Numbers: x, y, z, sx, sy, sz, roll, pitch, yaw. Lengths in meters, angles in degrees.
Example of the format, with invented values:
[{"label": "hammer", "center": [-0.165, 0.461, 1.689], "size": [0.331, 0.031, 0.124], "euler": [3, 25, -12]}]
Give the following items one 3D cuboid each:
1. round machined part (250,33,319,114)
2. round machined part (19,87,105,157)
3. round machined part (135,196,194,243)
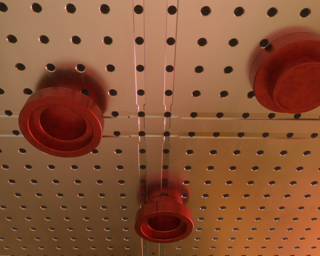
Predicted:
[{"label": "round machined part", "center": [0.158, -0.055, 0.356], "size": [0.099, 0.042, 0.097], "euler": [-1, 130, 0]}, {"label": "round machined part", "center": [-0.119, -0.011, 0.389], "size": [0.099, 0.042, 0.097], "euler": [-1, 130, 0]}, {"label": "round machined part", "center": [0.007, 0.153, 0.532], "size": [0.099, 0.042, 0.097], "euler": [-1, 130, 0]}]
